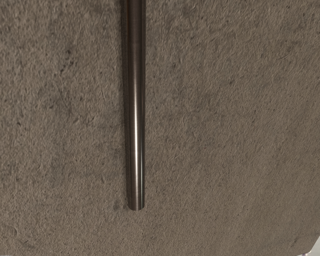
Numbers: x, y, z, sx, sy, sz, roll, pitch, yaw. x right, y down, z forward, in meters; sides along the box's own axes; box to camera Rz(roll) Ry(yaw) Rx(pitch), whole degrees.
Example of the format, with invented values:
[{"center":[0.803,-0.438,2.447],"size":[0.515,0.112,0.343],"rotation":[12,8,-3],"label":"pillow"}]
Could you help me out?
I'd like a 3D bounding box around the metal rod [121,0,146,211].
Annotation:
[{"center":[-0.031,-0.014,0.382],"size":[0.025,0.025,0.298],"rotation":[-12,124,-22],"label":"metal rod"}]
